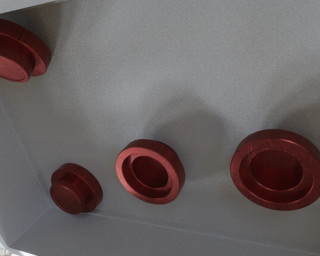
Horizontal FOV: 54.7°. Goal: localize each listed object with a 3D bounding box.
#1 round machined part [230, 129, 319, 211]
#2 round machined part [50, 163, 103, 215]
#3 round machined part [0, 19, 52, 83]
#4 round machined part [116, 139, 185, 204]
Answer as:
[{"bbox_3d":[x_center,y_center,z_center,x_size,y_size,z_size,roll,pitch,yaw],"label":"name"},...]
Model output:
[{"bbox_3d":[0.134,0.043,0.354,0.098,0.042,0.097,13,124,21],"label":"round machined part"},{"bbox_3d":[-0.155,0.114,0.550,0.098,0.042,0.097,13,124,21],"label":"round machined part"},{"bbox_3d":[-0.201,-0.097,0.414,0.098,0.042,0.098,11,157,5],"label":"round machined part"},{"bbox_3d":[-0.010,0.057,0.438,0.098,0.042,0.097,13,124,21],"label":"round machined part"}]
